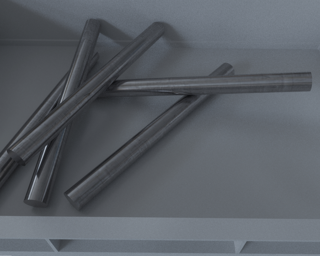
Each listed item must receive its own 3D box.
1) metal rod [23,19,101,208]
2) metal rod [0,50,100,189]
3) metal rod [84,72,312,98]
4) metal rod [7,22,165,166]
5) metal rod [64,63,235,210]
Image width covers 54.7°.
[{"bbox_3d":[-0.121,-0.042,0.417,0.025,0.025,0.300,4,56,3],"label":"metal rod"},{"bbox_3d":[-0.159,-0.012,0.412,0.025,0.025,0.301,15,51,12],"label":"metal rod"},{"bbox_3d":[0.040,-0.057,0.420,0.301,0.025,0.025,0,49,12],"label":"metal rod"},{"bbox_3d":[-0.078,-0.065,0.416,0.025,0.025,0.301,24,52,18],"label":"metal rod"},{"bbox_3d":[0.005,-0.005,0.409,0.025,0.025,0.302,35,58,25],"label":"metal rod"}]
